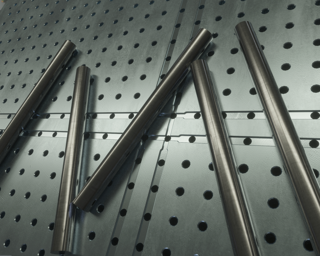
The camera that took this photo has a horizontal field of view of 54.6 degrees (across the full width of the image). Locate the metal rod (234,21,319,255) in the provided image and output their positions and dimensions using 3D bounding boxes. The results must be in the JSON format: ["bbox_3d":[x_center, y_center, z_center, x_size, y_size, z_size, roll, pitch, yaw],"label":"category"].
[{"bbox_3d":[0.131,-0.016,0.349,0.025,0.025,0.300,-19,54,17],"label":"metal rod"}]

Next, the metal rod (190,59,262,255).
[{"bbox_3d":[0.071,0.036,0.349,0.025,0.025,0.300,-20,54,17],"label":"metal rod"}]

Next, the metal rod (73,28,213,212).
[{"bbox_3d":[-0.017,-0.018,0.429,0.025,0.025,0.300,27,76,37],"label":"metal rod"}]

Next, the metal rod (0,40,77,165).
[{"bbox_3d":[-0.236,-0.033,0.554,0.025,0.025,0.300,15,69,34],"label":"metal rod"}]

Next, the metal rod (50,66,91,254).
[{"bbox_3d":[-0.127,0.026,0.459,0.025,0.025,0.300,-16,55,19],"label":"metal rod"}]
